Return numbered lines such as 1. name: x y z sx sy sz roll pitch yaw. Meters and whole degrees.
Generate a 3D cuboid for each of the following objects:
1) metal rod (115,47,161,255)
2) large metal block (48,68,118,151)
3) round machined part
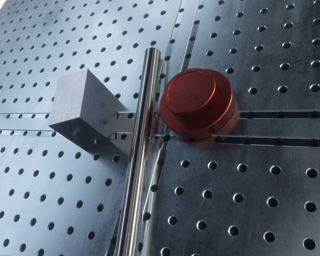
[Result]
1. metal rod: -0.024 0.013 0.413 0.025 0.025 0.299 -8 58 24
2. large metal block: -0.105 -0.024 0.443 0.050 0.080 0.080 -13 56 21
3. round machined part: 0.044 -0.038 0.398 0.098 0.042 0.098 -13 56 21
